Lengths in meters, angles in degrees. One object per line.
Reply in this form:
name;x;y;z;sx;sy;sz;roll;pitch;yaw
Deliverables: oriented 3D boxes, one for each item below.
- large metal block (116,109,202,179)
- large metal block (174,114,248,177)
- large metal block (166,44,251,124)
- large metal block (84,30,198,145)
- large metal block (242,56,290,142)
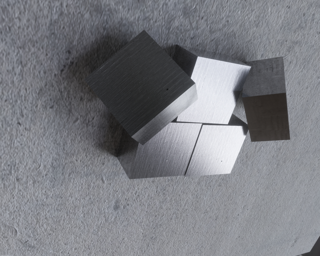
large metal block;-0.003;0.017;0.402;0.081;0.050;0.079;1;118;-30
large metal block;0.068;0.020;0.441;0.081;0.050;0.079;1;118;-30
large metal block;0.055;-0.053;0.391;0.081;0.050;0.079;3;117;-30
large metal block;-0.018;-0.041;0.330;0.080;0.080;0.050;-40;164;-1
large metal block;0.146;-0.039;0.423;0.050;0.080;0.080;-5;132;23
